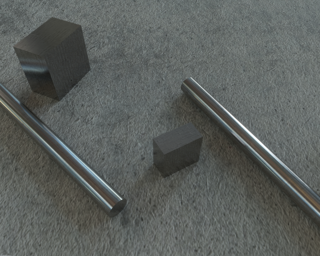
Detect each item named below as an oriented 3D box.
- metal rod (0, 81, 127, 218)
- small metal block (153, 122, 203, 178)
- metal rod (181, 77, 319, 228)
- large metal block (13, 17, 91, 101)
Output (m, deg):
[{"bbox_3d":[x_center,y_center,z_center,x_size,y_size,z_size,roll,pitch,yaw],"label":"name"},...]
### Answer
[{"bbox_3d":[-0.153,0.006,0.396,0.300,0.025,0.025,36,59,26],"label":"metal rod"},{"bbox_3d":[0.020,0.027,0.365,0.050,0.050,0.025,-23,54,-19],"label":"small metal block"},{"bbox_3d":[0.122,0.032,0.377,0.025,0.025,0.300,-26,55,-21],"label":"metal rod"},{"bbox_3d":[-0.151,-0.100,0.449,0.050,0.080,0.080,20,53,16],"label":"large metal block"}]
